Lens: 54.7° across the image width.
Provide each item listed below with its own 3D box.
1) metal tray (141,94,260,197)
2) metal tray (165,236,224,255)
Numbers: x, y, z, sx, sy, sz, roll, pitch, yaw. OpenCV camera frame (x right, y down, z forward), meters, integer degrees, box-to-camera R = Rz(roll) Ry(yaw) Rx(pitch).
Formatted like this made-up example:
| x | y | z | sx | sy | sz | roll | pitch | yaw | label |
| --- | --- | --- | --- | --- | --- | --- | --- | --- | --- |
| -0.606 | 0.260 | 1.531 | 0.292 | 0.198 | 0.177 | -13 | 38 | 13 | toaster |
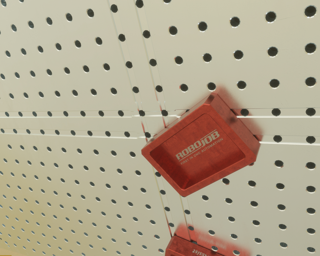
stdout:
| x | y | z | sx | sy | sz | roll | pitch | yaw | label |
| --- | --- | --- | --- | --- | --- | --- | --- | --- | --- |
| 0.048 | 0.027 | 0.398 | 0.090 | 0.030 | 0.129 | 48 | 129 | -6 | metal tray |
| 0.071 | 0.243 | 0.519 | 0.130 | 0.030 | 0.089 | 17 | 125 | 17 | metal tray |
